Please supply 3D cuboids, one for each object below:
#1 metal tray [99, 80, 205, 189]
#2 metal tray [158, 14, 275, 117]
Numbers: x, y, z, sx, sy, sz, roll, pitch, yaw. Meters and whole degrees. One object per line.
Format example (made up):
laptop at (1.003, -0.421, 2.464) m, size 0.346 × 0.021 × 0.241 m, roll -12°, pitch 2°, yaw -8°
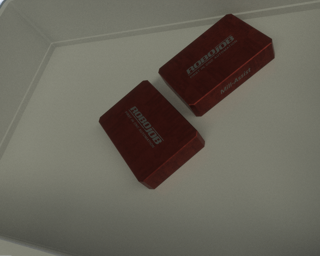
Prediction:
metal tray at (-0.015, 0.004, 0.407) m, size 0.090 × 0.030 × 0.130 m, roll -41°, pitch 51°, yaw 0°
metal tray at (0.073, -0.087, 0.417) m, size 0.130 × 0.030 × 0.090 m, roll -39°, pitch 51°, yaw 1°
